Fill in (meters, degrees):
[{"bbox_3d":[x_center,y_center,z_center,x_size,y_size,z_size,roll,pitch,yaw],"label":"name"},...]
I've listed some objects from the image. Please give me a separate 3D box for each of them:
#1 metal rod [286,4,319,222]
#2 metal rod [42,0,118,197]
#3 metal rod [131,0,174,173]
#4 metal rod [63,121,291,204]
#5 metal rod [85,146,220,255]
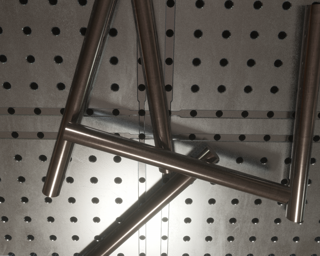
[{"bbox_3d":[0.193,-0.005,0.414,0.025,0.025,0.298,-4,110,1],"label":"metal rod"},{"bbox_3d":[-0.105,-0.039,0.397,0.025,0.025,0.298,19,109,-7],"label":"metal rod"},{"bbox_3d":[-0.011,-0.081,0.383,0.025,0.025,0.298,-8,110,2],"label":"metal rod"},{"bbox_3d":[0.027,0.047,0.403,0.302,0.025,0.025,17,109,-7],"label":"metal rod"},{"bbox_3d":[-0.031,0.135,0.462,0.025,0.025,0.299,42,104,-14],"label":"metal rod"}]
